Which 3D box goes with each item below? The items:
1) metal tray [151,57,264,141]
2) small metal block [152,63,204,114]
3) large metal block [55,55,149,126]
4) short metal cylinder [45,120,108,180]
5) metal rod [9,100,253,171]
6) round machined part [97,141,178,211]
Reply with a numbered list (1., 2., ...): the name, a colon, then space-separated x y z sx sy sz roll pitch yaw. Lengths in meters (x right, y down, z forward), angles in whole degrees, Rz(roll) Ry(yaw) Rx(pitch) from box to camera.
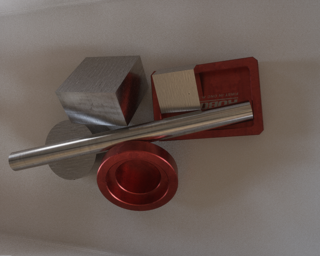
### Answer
1. metal tray: 0.057 -0.032 0.385 0.130 0.030 0.089 -5 88 19
2. small metal block: 0.023 -0.048 0.377 0.050 0.025 0.050 -5 115 20
3. large metal block: -0.070 -0.049 0.395 0.080 0.080 0.050 3 133 20
4. short metal cylinder: -0.111 0.029 0.432 0.080 0.050 0.079 0 90 19
5. metal rod: -0.041 0.011 0.378 0.301 0.025 0.025 -12 86 8
6. round machined part: -0.027 0.055 0.391 0.099 0.042 0.097 1 122 2
